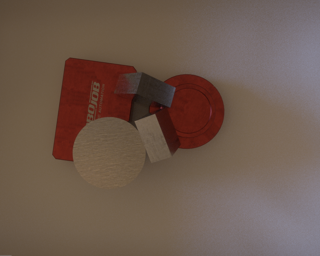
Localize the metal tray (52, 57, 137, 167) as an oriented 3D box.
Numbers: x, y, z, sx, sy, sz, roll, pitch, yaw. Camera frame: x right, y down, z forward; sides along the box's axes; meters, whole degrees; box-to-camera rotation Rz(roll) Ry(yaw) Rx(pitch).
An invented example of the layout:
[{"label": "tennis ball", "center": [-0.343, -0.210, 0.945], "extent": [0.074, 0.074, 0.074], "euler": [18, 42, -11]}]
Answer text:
[{"label": "metal tray", "center": [-0.083, -0.020, 0.404], "extent": [0.091, 0.030, 0.129], "euler": [8, 90, -1]}]

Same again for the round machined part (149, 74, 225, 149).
[{"label": "round machined part", "center": [0.035, -0.021, 0.401], "extent": [0.099, 0.042, 0.097], "euler": [0, 90, -1]}]

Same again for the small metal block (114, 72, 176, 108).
[{"label": "small metal block", "center": [-0.019, -0.045, 0.372], "extent": [0.050, 0.050, 0.025], "euler": [19, 83, -37]}]

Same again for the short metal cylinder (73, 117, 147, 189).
[{"label": "short metal cylinder", "center": [-0.056, 0.027, 0.367], "extent": [0.081, 0.050, 0.079], "euler": [0, 90, -1]}]

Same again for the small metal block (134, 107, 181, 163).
[{"label": "small metal block", "center": [-0.001, 0.006, 0.358], "extent": [0.025, 0.050, 0.050], "euler": [-19, 97, 18]}]
